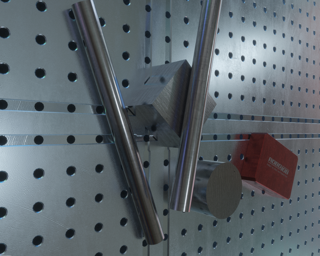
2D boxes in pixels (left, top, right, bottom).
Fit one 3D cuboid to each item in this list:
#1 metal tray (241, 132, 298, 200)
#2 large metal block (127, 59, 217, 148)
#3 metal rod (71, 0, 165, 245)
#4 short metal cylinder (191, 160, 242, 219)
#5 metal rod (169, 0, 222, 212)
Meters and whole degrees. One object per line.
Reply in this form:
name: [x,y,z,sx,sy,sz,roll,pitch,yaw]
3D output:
metal tray: [0.208,0.073,0.581,0.131,0.030,0.090,29,72,-36]
large metal block: [0.018,-0.030,0.408,0.080,0.050,0.080,50,61,-29]
metal rod: [-0.045,0.005,0.370,0.025,0.025,0.298,-26,106,-37]
short metal cylinder: [0.076,0.088,0.457,0.081,0.050,0.079,0,90,-40]
metal rod: [0.048,-0.050,0.383,0.025,0.025,0.299,16,80,-39]
